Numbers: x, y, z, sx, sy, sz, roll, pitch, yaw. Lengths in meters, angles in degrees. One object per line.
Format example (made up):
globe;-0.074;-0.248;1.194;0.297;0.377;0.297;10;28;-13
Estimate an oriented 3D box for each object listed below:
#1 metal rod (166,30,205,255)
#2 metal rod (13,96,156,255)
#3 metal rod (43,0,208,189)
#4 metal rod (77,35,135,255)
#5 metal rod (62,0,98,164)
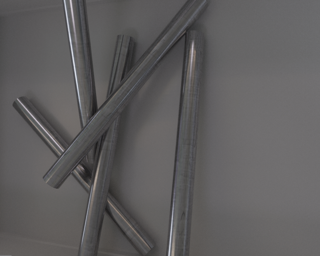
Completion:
metal rod;0.030;0.027;0.363;0.025;0.025;0.299;1;77;20
metal rod;-0.117;0.062;0.451;0.300;0.025;0.025;45;104;14
metal rod;-0.044;-0.047;0.394;0.025;0.025;0.300;39;90;15
metal rod;-0.071;0.023;0.417;0.025;0.025;0.298;8;86;20
metal rod;-0.094;-0.085;0.372;0.025;0.025;0.298;12;122;19
